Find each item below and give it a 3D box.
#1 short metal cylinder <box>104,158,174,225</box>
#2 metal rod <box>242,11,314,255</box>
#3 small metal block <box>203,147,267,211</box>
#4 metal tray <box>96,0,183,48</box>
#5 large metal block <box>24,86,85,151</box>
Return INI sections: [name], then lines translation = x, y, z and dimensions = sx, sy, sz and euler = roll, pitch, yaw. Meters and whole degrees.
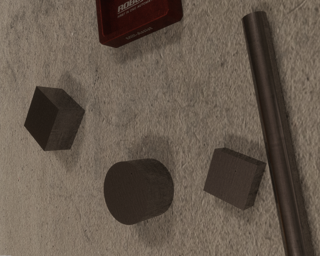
[short metal cylinder]
translation = -0.029, 0.082, 0.410
dimensions = 0.080, 0.050, 0.079
euler = 0, 90, 39
[metal rod]
translation = 0.119, 0.031, 0.305
dimensions = 0.025, 0.025, 0.298
euler = -14, 81, 39
[small metal block]
translation = 0.081, 0.054, 0.337
dimensions = 0.050, 0.025, 0.050
euler = 22, 104, 37
[metal tray]
translation = -0.034, -0.174, 0.427
dimensions = 0.130, 0.030, 0.089
euler = -10, 84, 39
[large metal block]
translation = -0.185, -0.017, 0.538
dimensions = 0.080, 0.050, 0.079
euler = 39, 114, 32
